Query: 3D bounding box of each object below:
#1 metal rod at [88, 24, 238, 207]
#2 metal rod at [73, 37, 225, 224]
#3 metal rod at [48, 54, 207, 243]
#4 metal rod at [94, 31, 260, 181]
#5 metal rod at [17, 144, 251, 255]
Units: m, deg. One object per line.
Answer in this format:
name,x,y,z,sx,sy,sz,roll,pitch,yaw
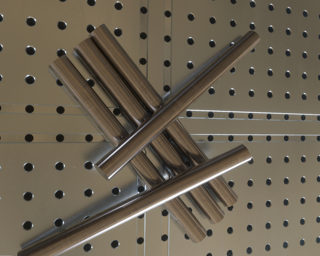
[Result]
metal rod,0.012,-0.007,0.418,0.025,0.025,0.300,-42,104,-15
metal rod,-0.007,0.013,0.411,0.025,0.025,0.300,-41,103,-16
metal rod,-0.034,0.036,0.401,0.025,0.025,0.300,-41,103,-16
metal rod,0.037,-0.043,0.406,0.301,0.025,0.025,-42,104,-24
metal rod,-0.022,0.093,0.383,0.302,0.025,0.025,-24,99,-11
